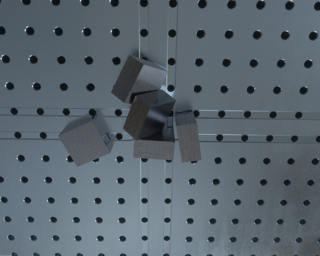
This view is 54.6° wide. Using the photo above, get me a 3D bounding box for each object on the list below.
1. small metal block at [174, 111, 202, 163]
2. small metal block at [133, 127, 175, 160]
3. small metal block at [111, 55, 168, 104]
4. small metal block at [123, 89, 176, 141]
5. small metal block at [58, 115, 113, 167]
[{"bbox_3d":[0.036,0.010,0.404,0.025,0.050,0.050,-9,110,3],"label":"small metal block"},{"bbox_3d":[-0.007,0.018,0.407,0.050,0.050,0.025,4,111,-2],"label":"small metal block"},{"bbox_3d":[-0.024,-0.056,0.377,0.025,0.050,0.050,39,110,28],"label":"small metal block"},{"bbox_3d":[-0.013,-0.017,0.385,0.025,0.050,0.050,41,125,23],"label":"small metal block"},{"bbox_3d":[-0.099,0.017,0.419,0.050,0.025,0.050,-23,109,8],"label":"small metal block"}]
